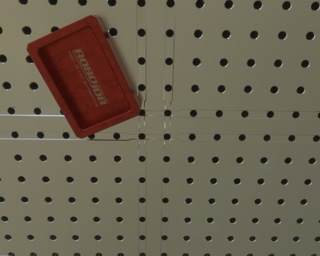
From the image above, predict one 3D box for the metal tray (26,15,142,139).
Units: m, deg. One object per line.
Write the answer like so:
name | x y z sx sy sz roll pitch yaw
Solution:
metal tray | -0.090 -0.061 0.386 0.090 0.030 0.129 -22 109 7
